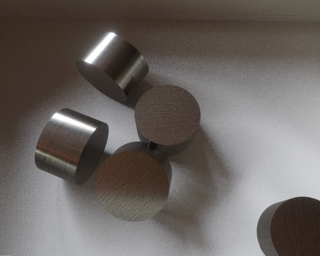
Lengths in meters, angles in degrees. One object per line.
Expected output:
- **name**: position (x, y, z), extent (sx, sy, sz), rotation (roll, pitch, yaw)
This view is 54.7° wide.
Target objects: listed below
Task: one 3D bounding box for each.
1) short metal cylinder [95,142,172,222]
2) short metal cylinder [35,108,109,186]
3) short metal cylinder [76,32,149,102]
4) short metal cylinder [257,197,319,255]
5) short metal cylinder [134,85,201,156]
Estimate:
- **short metal cylinder**: position (-0.028, 0.059, 0.357), extent (0.080, 0.050, 0.079), rotation (1, 99, 5)
- **short metal cylinder**: position (-0.103, 0.022, 0.371), extent (0.050, 0.080, 0.080), rotation (21, 71, 7)
- **short metal cylinder**: position (-0.062, -0.079, 0.408), extent (0.080, 0.080, 0.050), rotation (32, 73, 10)
- **short metal cylinder**: position (0.158, 0.122, 0.354), extent (0.081, 0.050, 0.080), rotation (0, 70, 0)
- **short metal cylinder**: position (0.009, -0.009, 0.400), extent (0.081, 0.050, 0.080), rotation (0, 70, 0)
